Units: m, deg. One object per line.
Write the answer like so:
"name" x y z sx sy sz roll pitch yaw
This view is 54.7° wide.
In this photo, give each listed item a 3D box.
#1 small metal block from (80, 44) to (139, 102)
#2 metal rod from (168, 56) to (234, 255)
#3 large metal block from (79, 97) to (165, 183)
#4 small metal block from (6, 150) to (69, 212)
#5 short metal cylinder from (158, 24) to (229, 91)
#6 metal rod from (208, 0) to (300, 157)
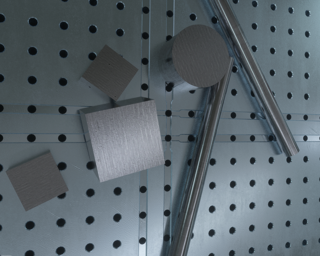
"small metal block" -0.064 -0.067 0.389 0.050 0.025 0.050 36 78 -16
"metal rod" 0.057 0.044 0.433 0.025 0.025 0.299 16 84 -19
"large metal block" -0.046 0.010 0.376 0.081 0.050 0.079 -14 104 -20
"small metal block" -0.141 0.060 0.361 0.050 0.025 0.050 -25 99 -18
"short metal cylinder" 0.044 -0.091 0.415 0.081 0.050 0.080 0 90 -20
"metal rod" 0.136 -0.090 0.462 0.025 0.025 0.299 -32 101 -17
